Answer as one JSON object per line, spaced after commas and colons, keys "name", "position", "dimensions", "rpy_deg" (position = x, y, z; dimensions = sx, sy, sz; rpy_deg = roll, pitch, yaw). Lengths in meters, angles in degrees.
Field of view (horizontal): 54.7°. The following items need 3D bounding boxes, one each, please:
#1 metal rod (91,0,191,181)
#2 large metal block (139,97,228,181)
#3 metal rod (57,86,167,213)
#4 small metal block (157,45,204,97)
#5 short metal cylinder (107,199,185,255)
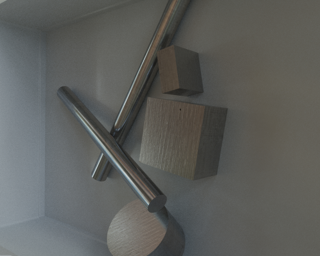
{"name": "metal rod", "position": [-0.032, -0.049, 0.430], "dimensions": [0.025, 0.025, 0.298], "rpy_deg": [40, 114, 32]}
{"name": "large metal block", "position": [0.026, 0.009, 0.367], "dimensions": [0.080, 0.050, 0.079], "rpy_deg": [13, 98, 39]}
{"name": "metal rod", "position": [-0.086, 0.011, 0.442], "dimensions": [0.300, 0.025, 0.025], "rpy_deg": [41, 115, 43]}
{"name": "small metal block", "position": [0.025, -0.066, 0.369], "dimensions": [0.025, 0.050, 0.050], "rpy_deg": [-12, 83, 39]}
{"name": "short metal cylinder", "position": [-0.016, 0.132, 0.375], "dimensions": [0.080, 0.050, 0.080], "rpy_deg": [-19, 38, 16]}
